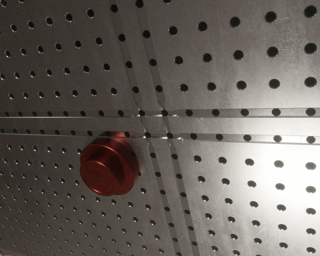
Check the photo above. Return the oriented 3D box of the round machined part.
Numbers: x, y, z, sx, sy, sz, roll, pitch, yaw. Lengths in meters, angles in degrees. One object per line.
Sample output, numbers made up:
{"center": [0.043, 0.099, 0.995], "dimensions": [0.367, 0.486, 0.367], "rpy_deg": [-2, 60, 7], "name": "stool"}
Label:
{"center": [-0.085, 0.068, 0.485], "dimensions": [0.098, 0.042, 0.097], "rpy_deg": [13, 124, 20], "name": "round machined part"}
